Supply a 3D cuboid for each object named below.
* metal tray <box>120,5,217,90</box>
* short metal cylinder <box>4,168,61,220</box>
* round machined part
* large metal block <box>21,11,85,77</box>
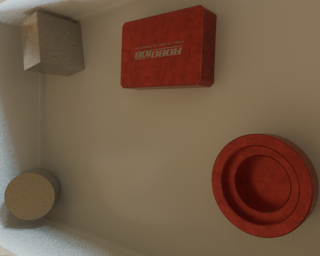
[{"bbox_3d":[0.006,-0.096,0.397,0.130,0.030,0.089,4,92,39],"label":"metal tray"},{"bbox_3d":[-0.220,0.113,0.541,0.050,0.081,0.079,-158,71,-83],"label":"short metal cylinder"},{"bbox_3d":[0.105,0.054,0.308,0.098,0.042,0.097,0,90,39],"label":"round machined part"},{"bbox_3d":[-0.177,-0.135,0.514,0.050,0.081,0.080,-11,83,39],"label":"large metal block"}]
